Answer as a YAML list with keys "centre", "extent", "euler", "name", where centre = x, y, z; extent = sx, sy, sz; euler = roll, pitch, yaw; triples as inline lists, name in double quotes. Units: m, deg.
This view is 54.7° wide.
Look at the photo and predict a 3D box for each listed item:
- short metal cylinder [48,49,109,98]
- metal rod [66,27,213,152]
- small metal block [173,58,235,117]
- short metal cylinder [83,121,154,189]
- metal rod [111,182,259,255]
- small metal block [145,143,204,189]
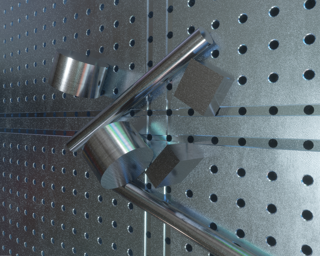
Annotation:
- centre: [-0.125, -0.084, 0.477]
  extent: [0.080, 0.081, 0.050]
  euler: [32, 110, 35]
  name: "short metal cylinder"
- centre: [-0.048, -0.039, 0.448]
  extent: [0.299, 0.025, 0.025]
  euler: [-34, 69, 34]
  name: "metal rod"
- centre: [0.051, -0.048, 0.367]
  extent: [0.050, 0.025, 0.050]
  euler: [39, 114, 33]
  name: "small metal block"
- centre: [-0.056, 0.037, 0.420]
  extent: [0.050, 0.081, 0.080]
  euler: [50, 119, 28]
  name: "short metal cylinder"
- centre: [0.038, 0.122, 0.377]
  extent: [0.300, 0.025, 0.025]
  euler: [22, 104, 38]
  name: "metal rod"
- centre: [0.018, 0.045, 0.378]
  extent: [0.050, 0.050, 0.025]
  euler: [-52, 60, 27]
  name: "small metal block"
